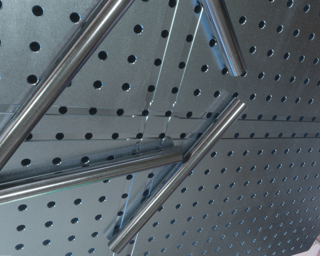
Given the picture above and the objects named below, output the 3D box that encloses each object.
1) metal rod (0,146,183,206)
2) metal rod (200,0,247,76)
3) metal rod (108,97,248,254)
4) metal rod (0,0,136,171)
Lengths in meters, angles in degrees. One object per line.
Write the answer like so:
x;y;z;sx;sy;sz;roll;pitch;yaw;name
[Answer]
-0.110;0.063;0.391;0.303;0.025;0.025;-10;123;-23;metal rod
0.041;-0.174;0.326;0.025;0.025;0.300;-37;130;-4;metal rod
0.023;0.076;0.472;0.299;0.025;0.025;-50;129;7;metal rod
-0.102;-0.057;0.320;0.299;0.025;0.025;-50;129;7;metal rod
